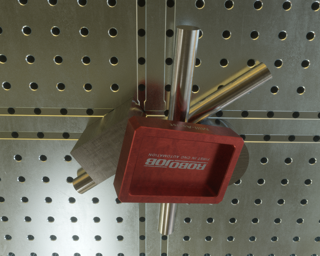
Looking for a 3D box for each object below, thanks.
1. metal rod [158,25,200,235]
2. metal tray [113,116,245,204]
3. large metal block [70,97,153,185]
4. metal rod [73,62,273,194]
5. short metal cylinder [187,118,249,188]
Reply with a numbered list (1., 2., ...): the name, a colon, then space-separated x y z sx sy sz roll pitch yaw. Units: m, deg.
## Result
1. metal rod: 0.019 0.024 0.398 0.025 0.025 0.298 3 119 -2
2. metal tray: 0.021 0.040 0.350 0.131 0.030 0.089 7 111 -23
3. large metal block: -0.055 0.013 0.387 0.080 0.080 0.050 -32 107 11
4. metal rod: 0.009 0.006 0.416 0.300 0.025 0.025 -32 107 10
5. short metal cylinder: 0.072 0.033 0.412 0.081 0.050 0.079 0 110 -1
